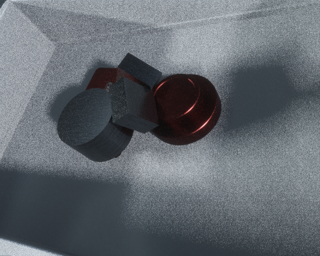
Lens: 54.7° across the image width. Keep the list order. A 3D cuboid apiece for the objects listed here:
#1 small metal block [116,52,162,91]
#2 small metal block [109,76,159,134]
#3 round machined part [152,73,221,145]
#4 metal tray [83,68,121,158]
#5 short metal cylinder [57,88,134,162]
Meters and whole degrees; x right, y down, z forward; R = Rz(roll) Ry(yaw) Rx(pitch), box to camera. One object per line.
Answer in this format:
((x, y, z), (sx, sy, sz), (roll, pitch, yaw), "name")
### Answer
((-0.029, -0.065, 0.409), (0.050, 0.050, 0.025), (31, 70, 0), "small metal block")
((-0.031, -0.026, 0.368), (0.025, 0.050, 0.050), (-30, 56, 33), "small metal block")
((0.025, -0.031, 0.397), (0.098, 0.042, 0.098), (-13, 56, 20), "round machined part")
((-0.077, -0.027, 0.453), (0.090, 0.030, 0.130), (8, 66, 31), "metal tray")
((-0.080, -0.003, 0.392), (0.080, 0.050, 0.080), (-13, 56, 20), "short metal cylinder")
